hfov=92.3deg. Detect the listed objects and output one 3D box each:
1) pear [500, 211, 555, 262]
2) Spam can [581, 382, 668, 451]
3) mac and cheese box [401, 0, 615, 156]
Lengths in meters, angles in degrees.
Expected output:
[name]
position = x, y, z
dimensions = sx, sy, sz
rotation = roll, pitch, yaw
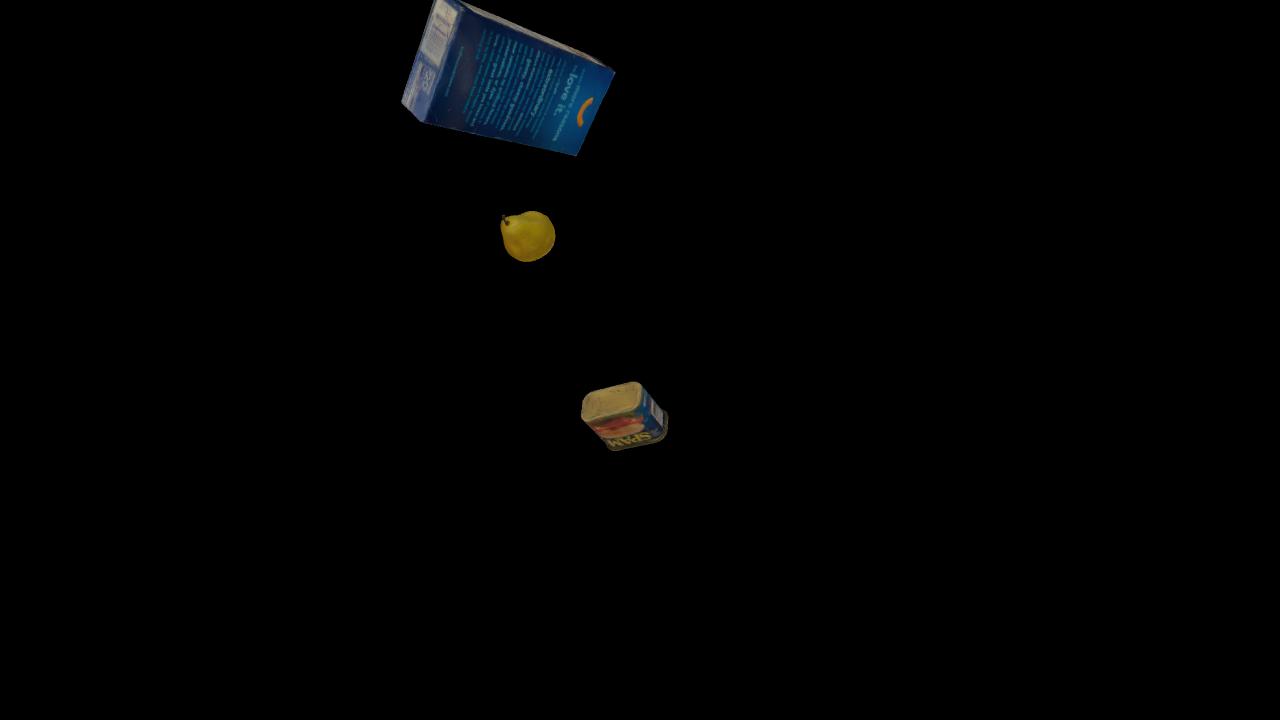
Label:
[pear]
position = -0.177, -0.186, 0.904
dimensions = 0.080, 0.080, 0.111
rotation = 0, 0, 28
[Spam can]
position = -0.023, 0.081, 0.889
dimensions = 0.101, 0.058, 0.085
rotation = -15, -43, 22
[mac and cheese box]
position = -0.108, -0.243, 0.545
dimensions = 0.041, 0.093, 0.184
rotation = 42, 28, 23
